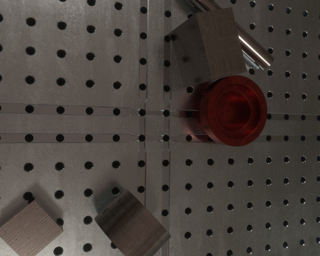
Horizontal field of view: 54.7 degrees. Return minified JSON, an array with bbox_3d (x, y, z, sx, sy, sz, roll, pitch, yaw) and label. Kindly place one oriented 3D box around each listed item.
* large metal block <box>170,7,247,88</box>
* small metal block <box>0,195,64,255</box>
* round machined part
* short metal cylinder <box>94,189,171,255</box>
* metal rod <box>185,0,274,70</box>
[{"bbox_3d":[0.061,-0.101,0.407,0.050,0.080,0.080,-17,96,-20],"label":"large metal block"},{"bbox_3d":[-0.149,0.116,0.358,0.050,0.025,0.050,-40,103,-16],"label":"small metal block"},{"bbox_3d":[0.099,-0.024,0.441,0.099,0.042,0.097,0,91,-21],"label":"round machined part"},{"bbox_3d":[-0.033,0.120,0.372,0.050,0.080,0.080,-43,104,-15],"label":"short metal cylinder"},{"bbox_3d":[0.048,-0.184,0.431,0.301,0.025,0.025,36,78,-17],"label":"metal rod"}]
